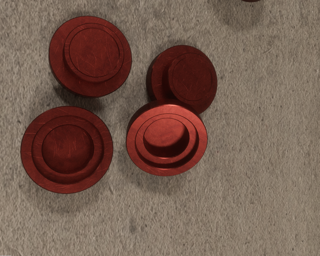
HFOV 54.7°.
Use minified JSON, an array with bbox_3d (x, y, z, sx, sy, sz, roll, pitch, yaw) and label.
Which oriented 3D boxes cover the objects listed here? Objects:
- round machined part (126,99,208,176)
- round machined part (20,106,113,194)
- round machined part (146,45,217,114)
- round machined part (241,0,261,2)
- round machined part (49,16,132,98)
[{"bbox_3d":[0.007,0.009,0.389,0.099,0.042,0.097,-2,115,-4],"label":"round machined part"},{"bbox_3d":[-0.107,0.024,0.361,0.099,0.042,0.097,0,90,-21],"label":"round machined part"},{"bbox_3d":[0.034,-0.062,0.414,0.099,0.042,0.097,0,90,-21],"label":"round machined part"},{"bbox_3d":[0.126,-0.230,0.448,0.099,0.042,0.097,0,90,-21],"label":"round machined part"},{"bbox_3d":[-0.081,-0.086,0.370,0.099,0.042,0.097,0,90,-21],"label":"round machined part"}]
